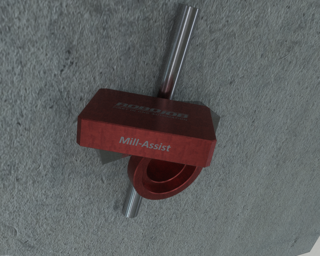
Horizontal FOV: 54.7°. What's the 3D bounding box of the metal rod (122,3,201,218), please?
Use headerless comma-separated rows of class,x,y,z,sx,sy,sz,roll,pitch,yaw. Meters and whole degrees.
metal rod,-0.006,-0.005,0.404,0.025,0.025,0.298,2,117,-30

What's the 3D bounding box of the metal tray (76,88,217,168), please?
metal tray,-0.011,-0.004,0.329,0.131,0.090,0.030,10,115,-1

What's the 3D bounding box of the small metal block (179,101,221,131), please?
small metal block,0.042,-0.014,0.408,0.050,0.050,0.025,-2,119,-28

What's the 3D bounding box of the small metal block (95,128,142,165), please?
small metal block,-0.054,0.012,0.371,0.050,0.050,0.025,-18,126,-19

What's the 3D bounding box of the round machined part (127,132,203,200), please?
round machined part,0.005,0.040,0.390,0.099,0.042,0.097,-16,129,-21
